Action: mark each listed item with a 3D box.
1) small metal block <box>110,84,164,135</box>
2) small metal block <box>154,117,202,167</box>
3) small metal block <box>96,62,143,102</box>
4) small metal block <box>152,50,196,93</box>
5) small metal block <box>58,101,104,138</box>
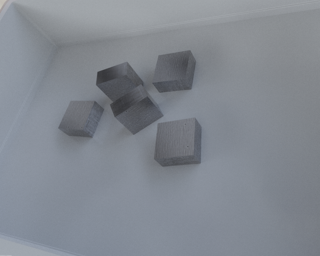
[{"bbox_3d":[-0.031,-0.024,0.421,0.050,0.050,0.025,-33,52,7],"label":"small metal block"},{"bbox_3d":[0.023,0.018,0.383,0.050,0.025,0.050,-8,58,23],"label":"small metal block"},{"bbox_3d":[-0.059,-0.066,0.462,0.050,0.050,0.025,-15,56,20],"label":"small metal block"},{"bbox_3d":[0.021,-0.081,0.444,0.050,0.025,0.050,-3,60,26],"label":"small metal block"},{"bbox_3d":[-0.121,-0.014,0.479,0.050,0.025,0.050,3,63,29],"label":"small metal block"}]
